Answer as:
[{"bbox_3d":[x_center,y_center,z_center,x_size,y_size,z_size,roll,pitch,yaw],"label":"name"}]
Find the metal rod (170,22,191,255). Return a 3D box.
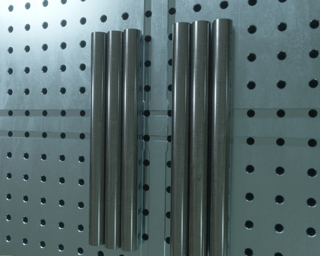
[{"bbox_3d":[0.027,0.016,0.403,0.025,0.025,0.298,1,90,20],"label":"metal rod"}]

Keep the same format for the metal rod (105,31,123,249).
[{"bbox_3d":[-0.063,0.016,0.435,0.025,0.025,0.298,1,90,20],"label":"metal rod"}]

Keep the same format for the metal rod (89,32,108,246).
[{"bbox_3d":[-0.088,0.015,0.444,0.025,0.025,0.298,1,90,20],"label":"metal rod"}]

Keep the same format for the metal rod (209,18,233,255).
[{"bbox_3d":[0.076,0.017,0.385,0.025,0.025,0.298,1,90,20],"label":"metal rod"}]

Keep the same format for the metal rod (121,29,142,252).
[{"bbox_3d":[-0.040,0.016,0.426,0.025,0.025,0.298,1,90,20],"label":"metal rod"}]

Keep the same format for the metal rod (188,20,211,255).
[{"bbox_3d":[0.050,0.017,0.394,0.025,0.025,0.298,1,90,20],"label":"metal rod"}]
